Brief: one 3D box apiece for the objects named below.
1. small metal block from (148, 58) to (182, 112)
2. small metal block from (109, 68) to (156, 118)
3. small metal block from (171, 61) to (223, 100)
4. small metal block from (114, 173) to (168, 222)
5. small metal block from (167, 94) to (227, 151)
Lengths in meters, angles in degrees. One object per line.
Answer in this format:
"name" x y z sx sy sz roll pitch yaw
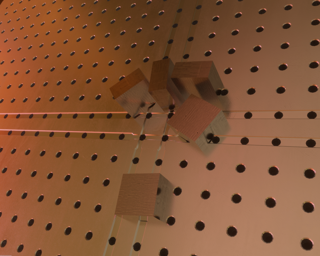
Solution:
"small metal block" 0.010 -0.058 0.421 0.025 0.050 0.050 -7 59 24
"small metal block" -0.034 -0.049 0.439 0.050 0.050 0.025 -34 52 5
"small metal block" 0.049 -0.061 0.403 0.050 0.050 0.025 4 64 30
"small metal block" -0.021 0.082 0.368 0.050 0.025 0.050 -5 59 25
"small metal block" 0.046 -0.008 0.388 0.050 0.025 0.050 35 81 38
